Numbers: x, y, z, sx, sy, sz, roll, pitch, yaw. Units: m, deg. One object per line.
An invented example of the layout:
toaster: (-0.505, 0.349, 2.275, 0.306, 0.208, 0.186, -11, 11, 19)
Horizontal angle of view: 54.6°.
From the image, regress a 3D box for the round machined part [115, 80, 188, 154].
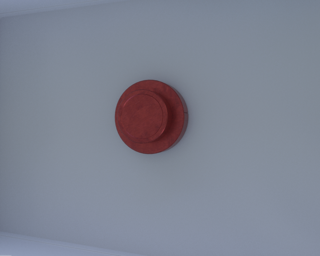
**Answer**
round machined part: (-0.016, -0.015, 0.404, 0.098, 0.042, 0.097, 0, 90, 20)
